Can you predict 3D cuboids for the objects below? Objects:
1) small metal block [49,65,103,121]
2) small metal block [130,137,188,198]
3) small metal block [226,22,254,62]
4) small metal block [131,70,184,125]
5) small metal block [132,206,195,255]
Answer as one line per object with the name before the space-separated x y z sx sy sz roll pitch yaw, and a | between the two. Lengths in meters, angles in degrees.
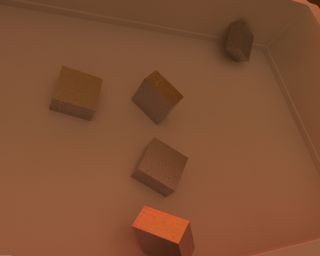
small metal block | -0.101 -0.042 0.376 0.050 0.025 0.050 17 55 -19
small metal block | 0.000 0.047 0.377 0.050 0.025 0.050 33 51 -7
small metal block | 0.142 -0.151 0.547 0.050 0.025 0.050 27 75 -54
small metal block | -0.004 -0.039 0.411 0.050 0.050 0.025 45 51 2
small metal block | 0.005 0.110 0.312 0.050 0.050 0.025 12 45 27
